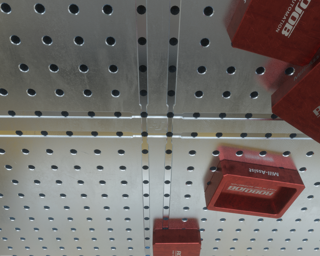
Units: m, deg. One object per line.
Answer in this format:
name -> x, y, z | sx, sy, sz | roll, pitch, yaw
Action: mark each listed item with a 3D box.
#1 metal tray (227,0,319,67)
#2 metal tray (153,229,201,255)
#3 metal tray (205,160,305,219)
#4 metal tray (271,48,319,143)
metal tray -> 0.133, -0.131, 0.298 | 0.091, 0.030, 0.129 | 12, 129, -11
metal tray -> 0.032, 0.252, 0.622 | 0.090, 0.030, 0.129 | -1, 130, 0
metal tray -> 0.147, 0.100, 0.493 | 0.131, 0.030, 0.089 | 9, 130, -8
metal tray -> 0.200, -0.046, 0.340 | 0.090, 0.030, 0.129 | 32, 129, -7
